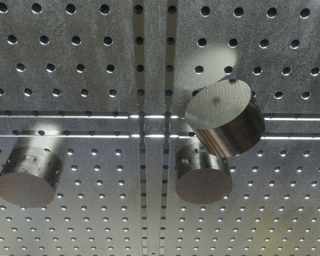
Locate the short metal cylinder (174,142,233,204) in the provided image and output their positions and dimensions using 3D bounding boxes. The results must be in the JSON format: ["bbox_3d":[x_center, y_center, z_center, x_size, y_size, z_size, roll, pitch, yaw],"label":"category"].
[{"bbox_3d":[0.062,0.067,0.453,0.081,0.050,0.079,0,130,0],"label":"short metal cylinder"}]

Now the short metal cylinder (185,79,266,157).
[{"bbox_3d":[0.077,-0.012,0.367,0.080,0.080,0.050,-24,126,18],"label":"short metal cylinder"}]

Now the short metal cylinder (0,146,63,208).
[{"bbox_3d":[-0.190,0.073,0.455,0.081,0.050,0.079,-1,130,0],"label":"short metal cylinder"}]
